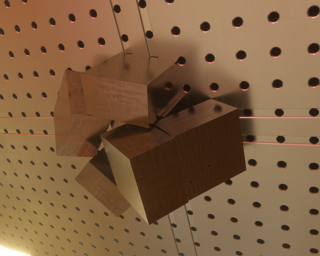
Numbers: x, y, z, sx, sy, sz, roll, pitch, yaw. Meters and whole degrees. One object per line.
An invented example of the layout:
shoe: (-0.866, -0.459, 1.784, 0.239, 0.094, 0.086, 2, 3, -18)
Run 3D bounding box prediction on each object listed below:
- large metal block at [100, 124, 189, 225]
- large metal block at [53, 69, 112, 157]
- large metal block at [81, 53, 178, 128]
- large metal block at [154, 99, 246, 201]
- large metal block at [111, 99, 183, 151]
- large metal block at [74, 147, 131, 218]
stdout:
large metal block: (-0.018, 0.044, 0.343, 0.080, 0.050, 0.080, 28, 137, 56)
large metal block: (-0.106, -0.018, 0.413, 0.050, 0.080, 0.080, 5, 136, -29)
large metal block: (-0.032, -0.048, 0.364, 0.080, 0.080, 0.050, 13, 124, 21)
large metal block: (0.046, 0.022, 0.354, 0.050, 0.081, 0.080, 33, 141, 58)
large metal block: (-0.011, 0.009, 0.407, 0.080, 0.050, 0.080, 1, 119, 28)
large metal block: (-0.059, 0.065, 0.446, 0.080, 0.080, 0.050, 42, 129, -2)
